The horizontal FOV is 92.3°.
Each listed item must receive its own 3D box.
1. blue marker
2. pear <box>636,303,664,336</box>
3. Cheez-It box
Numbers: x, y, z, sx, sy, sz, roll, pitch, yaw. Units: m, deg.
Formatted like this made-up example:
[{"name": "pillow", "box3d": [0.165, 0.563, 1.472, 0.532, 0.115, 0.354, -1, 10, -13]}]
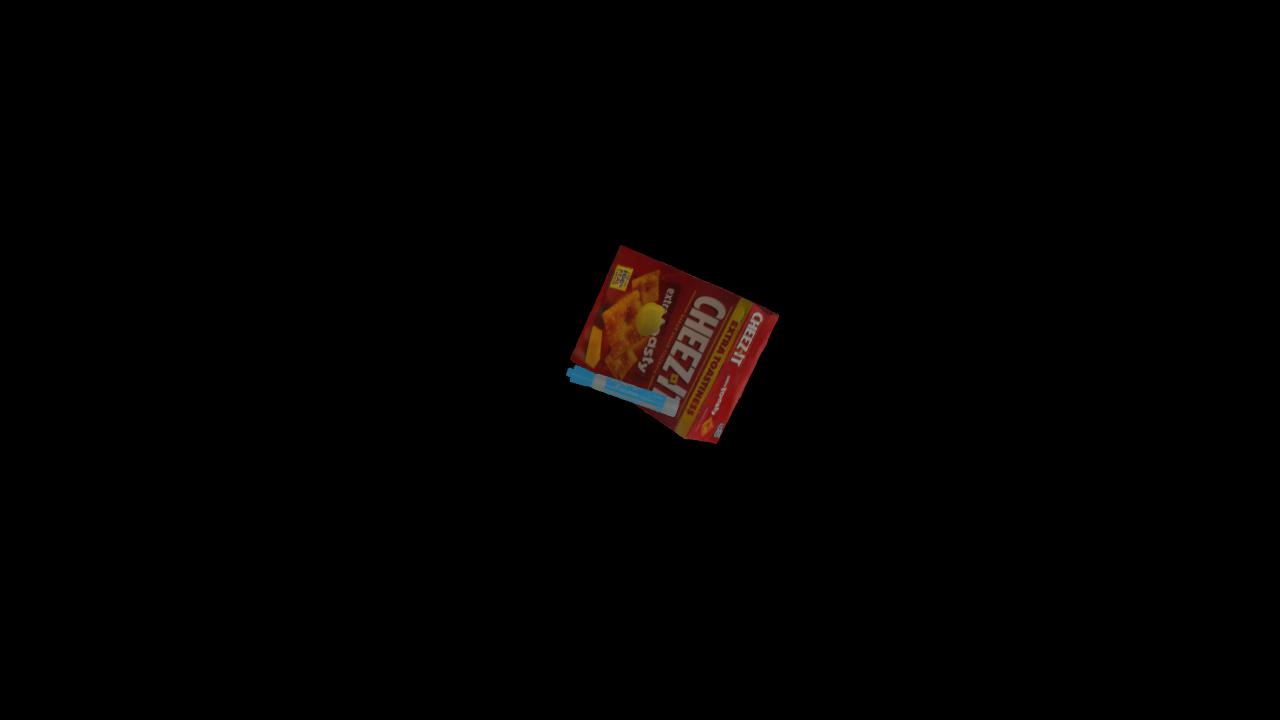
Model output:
[{"name": "blue marker", "box3d": [-0.018, 0.032, 0.641, 0.121, 0.020, 0.020, 19, -1, -3]}, {"name": "pear", "box3d": [0.016, -0.042, 0.755, 0.111, 0.080, 0.080, -4, -3, 44]}, {"name": "Cheez-It box", "box3d": [0.031, -0.023, 0.736, 0.223, 0.166, 0.071, 31, 10, 40]}]
